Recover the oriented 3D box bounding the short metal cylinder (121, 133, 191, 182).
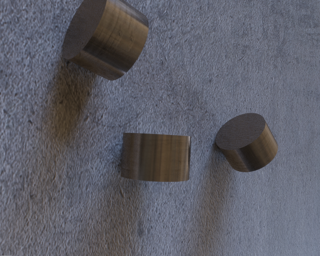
[{"bbox_3d":[-0.004,0.033,0.365,0.081,0.080,0.050,5,87,-40],"label":"short metal cylinder"}]

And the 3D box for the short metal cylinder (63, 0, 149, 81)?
[{"bbox_3d":[-0.057,-0.096,0.321,0.050,0.080,0.080,24,75,-38],"label":"short metal cylinder"}]

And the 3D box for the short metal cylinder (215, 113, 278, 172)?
[{"bbox_3d":[0.134,0.022,0.481,0.080,0.080,0.050,-52,121,-27],"label":"short metal cylinder"}]
